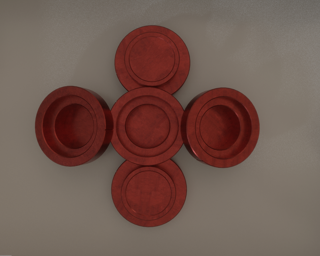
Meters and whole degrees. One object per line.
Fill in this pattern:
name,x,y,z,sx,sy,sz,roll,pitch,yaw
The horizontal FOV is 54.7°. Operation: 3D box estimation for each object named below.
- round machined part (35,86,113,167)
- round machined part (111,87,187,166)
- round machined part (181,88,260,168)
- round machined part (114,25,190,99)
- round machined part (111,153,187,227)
round machined part,-0.103,-0.002,0.392,0.098,0.042,0.097,0,90,17
round machined part,-0.016,-0.002,0.400,0.099,0.042,0.097,0,90,0
round machined part,0.072,0.000,0.393,0.099,0.042,0.097,0,90,-17
round machined part,-0.010,-0.085,0.401,0.099,0.042,0.097,0,90,0
round machined part,-0.014,0.080,0.401,0.099,0.042,0.097,0,90,0
